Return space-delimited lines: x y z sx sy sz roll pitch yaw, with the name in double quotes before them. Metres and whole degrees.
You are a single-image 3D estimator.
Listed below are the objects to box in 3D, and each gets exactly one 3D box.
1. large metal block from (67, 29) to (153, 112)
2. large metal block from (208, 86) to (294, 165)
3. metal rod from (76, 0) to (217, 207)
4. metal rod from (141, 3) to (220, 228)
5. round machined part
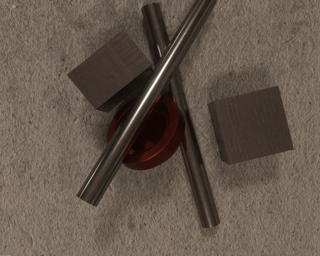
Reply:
"large metal block" -0.056 -0.065 0.382 0.080 0.080 0.050 -39 90 0
"large metal block" 0.114 -0.004 0.399 0.080 0.050 0.080 -14 90 -1
"metal rod" -0.007 -0.047 0.372 0.025 0.025 0.300 30 74 0
"metal rod" 0.028 -0.016 0.410 0.025 0.025 0.298 -16 90 0
"round machined part" -0.013 0.008 0.385 0.098 0.042 0.098 -16 53 22
